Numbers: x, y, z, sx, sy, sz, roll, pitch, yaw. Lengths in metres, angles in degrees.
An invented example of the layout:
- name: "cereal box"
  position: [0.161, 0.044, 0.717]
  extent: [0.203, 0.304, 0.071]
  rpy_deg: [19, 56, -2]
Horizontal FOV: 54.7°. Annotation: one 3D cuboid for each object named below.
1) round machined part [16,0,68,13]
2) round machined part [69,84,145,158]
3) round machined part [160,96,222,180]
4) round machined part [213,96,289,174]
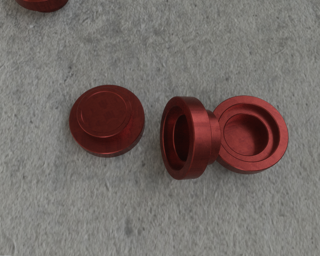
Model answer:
- name: "round machined part"
  position: [-0.178, -0.219, 0.477]
  extent: [0.099, 0.042, 0.098]
  rpy_deg: [0, 70, -1]
- name: "round machined part"
  position: [-0.069, -0.014, 0.403]
  extent: [0.099, 0.042, 0.098]
  rpy_deg: [0, 70, -1]
- name: "round machined part"
  position: [0.037, 0.012, 0.369]
  extent: [0.042, 0.098, 0.098]
  rpy_deg: [0, 69, -21]
- name: "round machined part"
  position: [0.107, 0.011, 0.395]
  extent: [0.099, 0.042, 0.098]
  rpy_deg: [1, 70, -3]
